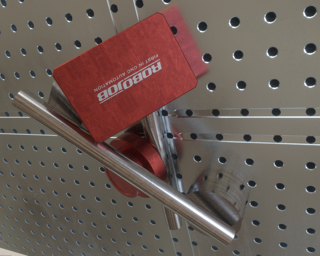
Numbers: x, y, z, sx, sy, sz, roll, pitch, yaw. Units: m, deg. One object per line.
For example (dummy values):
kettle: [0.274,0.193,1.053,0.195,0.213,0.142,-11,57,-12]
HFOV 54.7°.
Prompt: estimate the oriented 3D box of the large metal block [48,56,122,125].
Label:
large metal block: [-0.097,-0.039,0.402,0.050,0.080,0.079,36,129,4]

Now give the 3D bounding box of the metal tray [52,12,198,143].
metal tray: [-0.036,-0.055,0.341,0.131,0.030,0.090,-31,105,-6]

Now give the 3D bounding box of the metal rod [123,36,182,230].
metal rod: [-0.005,0.022,0.426,0.025,0.025,0.298,2,120,27]

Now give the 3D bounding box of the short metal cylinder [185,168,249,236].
short metal cylinder: [0.075,0.101,0.418,0.080,0.050,0.079,13,124,20]

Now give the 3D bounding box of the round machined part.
round machined part: [-0.041,0.059,0.436,0.098,0.042,0.097,27,134,32]

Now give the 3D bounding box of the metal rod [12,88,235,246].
metal rod: [-0.038,0.050,0.369,0.301,0.025,0.025,35,129,-6]
